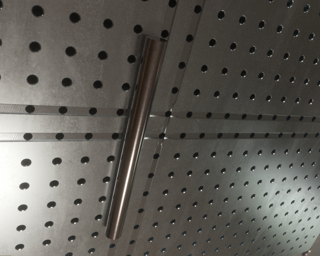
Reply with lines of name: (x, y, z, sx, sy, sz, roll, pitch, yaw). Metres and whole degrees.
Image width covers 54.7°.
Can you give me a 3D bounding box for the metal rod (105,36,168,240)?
metal rod: (-0.037, 0.030, 0.410, 0.025, 0.025, 0.298, 0, 119, -29)
